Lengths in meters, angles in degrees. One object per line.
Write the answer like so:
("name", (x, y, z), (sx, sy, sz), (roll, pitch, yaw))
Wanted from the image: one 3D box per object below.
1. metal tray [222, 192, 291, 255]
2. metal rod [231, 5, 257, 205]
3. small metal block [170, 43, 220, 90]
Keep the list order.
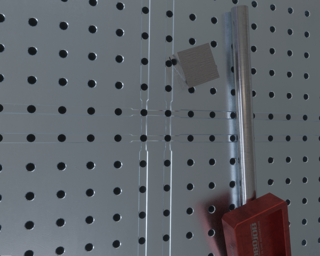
("metal tray", (0.143, 0.169, 0.447), (0.091, 0.030, 0.129), (-19, 110, -19))
("metal rod", (0.125, -0.027, 0.458), (0.025, 0.025, 0.298), (-4, 91, -20))
("small metal block", (0.049, -0.085, 0.431), (0.050, 0.025, 0.050), (-22, 97, -19))
